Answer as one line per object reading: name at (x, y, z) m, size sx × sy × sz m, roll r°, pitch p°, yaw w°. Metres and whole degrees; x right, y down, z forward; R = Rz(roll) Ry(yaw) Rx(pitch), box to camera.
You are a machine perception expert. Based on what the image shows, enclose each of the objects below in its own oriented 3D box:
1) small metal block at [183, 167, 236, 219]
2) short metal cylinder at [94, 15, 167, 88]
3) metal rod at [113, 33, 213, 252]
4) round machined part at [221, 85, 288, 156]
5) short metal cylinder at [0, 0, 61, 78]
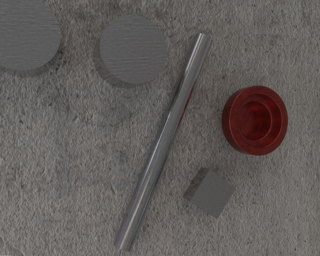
small metal block at (0.069, 0.091, 0.435) m, size 0.050 × 0.025 × 0.050 m, roll 37°, pitch 78°, yaw -16°
short metal cylinder at (-0.038, -0.091, 0.382) m, size 0.081 × 0.050 × 0.079 m, roll 0°, pitch 90°, yaw -20°
metal rod at (0.007, 0.013, 0.411) m, size 0.025 × 0.025 × 0.299 m, roll 24°, pitch 82°, yaw -19°
round machined part at (0.131, -0.010, 0.448) m, size 0.099 × 0.042 × 0.097 m, roll 0°, pitch 90°, yaw -20°
short metal cylinder at (-0.152, -0.099, 0.339) m, size 0.081 × 0.050 × 0.079 m, roll 0°, pitch 90°, yaw -20°
